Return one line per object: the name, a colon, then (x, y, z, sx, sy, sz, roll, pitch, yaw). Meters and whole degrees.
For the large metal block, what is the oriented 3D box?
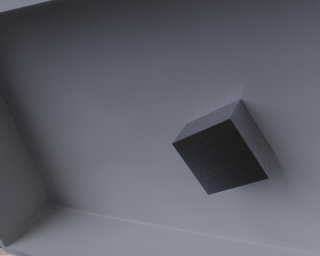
large metal block: (0.076, 0.024, 0.367, 0.080, 0.050, 0.080, -26, 104, 37)
